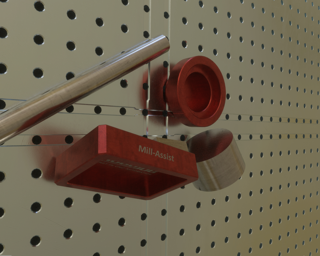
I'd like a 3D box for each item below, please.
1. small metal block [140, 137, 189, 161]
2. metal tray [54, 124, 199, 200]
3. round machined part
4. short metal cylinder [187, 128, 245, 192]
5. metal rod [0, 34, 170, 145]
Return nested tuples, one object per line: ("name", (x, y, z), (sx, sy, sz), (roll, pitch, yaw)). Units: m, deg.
("small metal block", (0.001, 0.036, 0.392), (0.050, 0.050, 0.025), (10, 57, -40))
("metal tray", (-0.033, 0.044, 0.337), (0.131, 0.090, 0.030), (21, 51, -39))
("round machined part", (0.046, -0.050, 0.439), (0.099, 0.042, 0.097), (0, 90, -40))
("short metal cylinder", (0.073, 0.044, 0.437), (0.080, 0.080, 0.050), (-42, 116, -32))
("metal rod", (-0.096, -0.037, 0.329), (0.302, 0.025, 0.025), (-37, 113, -34))
